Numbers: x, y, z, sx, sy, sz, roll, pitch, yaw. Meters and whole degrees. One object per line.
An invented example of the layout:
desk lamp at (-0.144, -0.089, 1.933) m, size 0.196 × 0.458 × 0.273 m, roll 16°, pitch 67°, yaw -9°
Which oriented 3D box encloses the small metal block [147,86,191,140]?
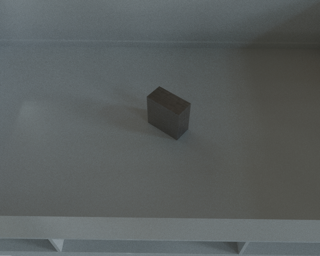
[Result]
small metal block at (0.011, -0.019, 0.405) m, size 0.050 × 0.050 × 0.025 m, roll 32°, pitch 57°, yaw 24°
